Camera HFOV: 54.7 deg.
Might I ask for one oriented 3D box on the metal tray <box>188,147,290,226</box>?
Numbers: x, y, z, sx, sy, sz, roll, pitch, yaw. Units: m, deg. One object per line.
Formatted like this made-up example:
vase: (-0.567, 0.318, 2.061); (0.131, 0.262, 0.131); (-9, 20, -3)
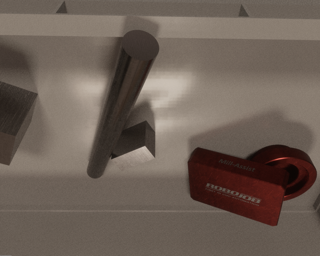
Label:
metal tray: (0.107, 0.083, 0.441); (0.130, 0.030, 0.089); (14, 135, 24)

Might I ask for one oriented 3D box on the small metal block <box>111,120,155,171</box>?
small metal block: (-0.034, 0.023, 0.412); (0.050, 0.050, 0.025); (-23, 127, 17)

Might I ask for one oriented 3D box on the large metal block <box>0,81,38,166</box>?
large metal block: (-0.199, -0.012, 0.360); (0.081, 0.080, 0.050); (19, 127, -16)

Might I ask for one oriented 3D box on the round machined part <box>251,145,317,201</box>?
round machined part: (0.171, 0.063, 0.454); (0.099, 0.042, 0.097); (-1, 130, 0)

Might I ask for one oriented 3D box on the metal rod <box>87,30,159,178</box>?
metal rod: (-0.055, 0.005, 0.334); (0.025, 0.025, 0.299); (14, 153, -12)
